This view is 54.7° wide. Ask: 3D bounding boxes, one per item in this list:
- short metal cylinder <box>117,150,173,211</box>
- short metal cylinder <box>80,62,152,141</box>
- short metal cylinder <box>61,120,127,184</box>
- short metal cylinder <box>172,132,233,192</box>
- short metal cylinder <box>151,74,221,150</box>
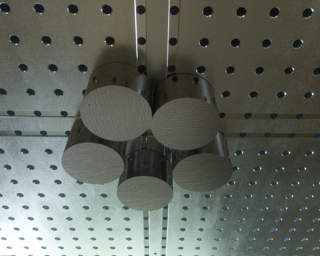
[{"bbox_3d":[-0.021,0.079,0.461,0.081,0.050,0.079,0,130,0],"label":"short metal cylinder"},{"bbox_3d":[-0.049,-0.030,0.368,0.081,0.050,0.079,-1,130,0],"label":"short metal cylinder"},{"bbox_3d":[-0.087,0.032,0.421,0.081,0.050,0.079,0,131,0],"label":"short metal cylinder"},{"bbox_3d":[0.057,0.045,0.433,0.081,0.050,0.079,0,132,0],"label":"short metal cylinder"},{"bbox_3d":[0.030,-0.019,0.378,0.081,0.050,0.079,0,131,0],"label":"short metal cylinder"}]
